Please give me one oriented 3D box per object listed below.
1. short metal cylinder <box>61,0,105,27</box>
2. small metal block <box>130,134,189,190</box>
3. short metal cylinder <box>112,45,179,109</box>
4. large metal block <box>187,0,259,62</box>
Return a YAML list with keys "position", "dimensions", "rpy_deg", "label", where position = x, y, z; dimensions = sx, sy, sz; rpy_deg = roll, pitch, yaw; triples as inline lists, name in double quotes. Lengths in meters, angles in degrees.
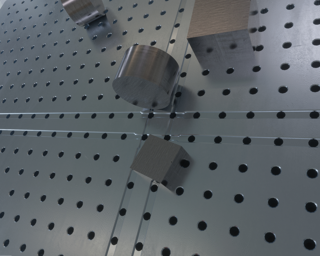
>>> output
- position: [-0.150, -0.246, 0.603]
  dimensions: [0.050, 0.080, 0.080]
  rpy_deg: [-22, 54, 15]
  label: "short metal cylinder"
- position: [-0.001, 0.041, 0.384]
  dimensions: [0.050, 0.025, 0.050]
  rpy_deg: [20, 72, 35]
  label: "small metal block"
- position: [-0.018, -0.067, 0.424]
  dimensions: [0.080, 0.080, 0.050]
  rpy_deg: [3, 64, 30]
  label: "short metal cylinder"
- position: [0.090, -0.144, 0.434]
  dimensions: [0.080, 0.050, 0.080]
  rpy_deg: [-1, 61, 27]
  label: "large metal block"
